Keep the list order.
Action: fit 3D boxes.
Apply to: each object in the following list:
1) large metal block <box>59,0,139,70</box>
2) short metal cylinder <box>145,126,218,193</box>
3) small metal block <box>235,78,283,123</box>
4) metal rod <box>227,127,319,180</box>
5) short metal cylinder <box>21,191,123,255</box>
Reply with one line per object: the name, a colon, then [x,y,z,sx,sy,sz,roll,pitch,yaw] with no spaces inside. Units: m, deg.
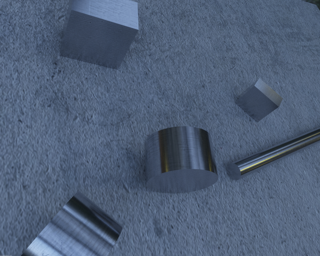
large metal block: [-0.081,-0.129,0.405,0.081,0.080,0.050,10,58,-24]
short metal cylinder: [0.023,0.039,0.359,0.081,0.080,0.050,9,58,-24]
small metal block: [0.160,-0.044,0.504,0.050,0.050,0.025,41,51,-1]
metal rod: [0.222,0.028,0.508,0.303,0.025,0.025,-14,70,-34]
short metal cylinder: [-0.077,0.102,0.266,0.050,0.080,0.080,40,51,-2]
